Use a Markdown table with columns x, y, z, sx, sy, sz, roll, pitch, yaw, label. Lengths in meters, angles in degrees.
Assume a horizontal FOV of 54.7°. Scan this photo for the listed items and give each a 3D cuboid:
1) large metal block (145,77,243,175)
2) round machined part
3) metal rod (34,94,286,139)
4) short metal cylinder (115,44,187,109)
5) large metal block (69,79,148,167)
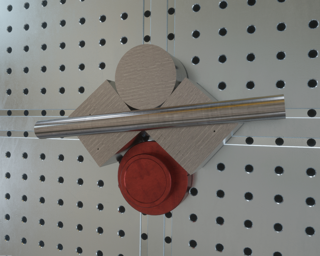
| x | y | z | sx | sy | sz | roll | pitch | yaw | label |
| --- | --- | --- | --- | --- | --- | --- | --- | --- | --- |
| 0.041 | -0.003 | 0.378 | 0.080 | 0.050 | 0.080 | 44 | 105 | 14 | large metal block |
| -0.012 | 0.065 | 0.403 | 0.098 | 0.042 | 0.097 | 0 | 90 | 19 | round machined part |
| -0.017 | -0.009 | 0.359 | 0.301 | 0.025 | 0.025 | -5 | 89 | 20 | metal rod |
| -0.010 | -0.062 | 0.399 | 0.080 | 0.050 | 0.079 | 0 | 90 | 20 | short metal cylinder |
| -0.064 | -0.006 | 0.418 | 0.080 | 0.050 | 0.080 | -41 | 79 | 15 | large metal block |
